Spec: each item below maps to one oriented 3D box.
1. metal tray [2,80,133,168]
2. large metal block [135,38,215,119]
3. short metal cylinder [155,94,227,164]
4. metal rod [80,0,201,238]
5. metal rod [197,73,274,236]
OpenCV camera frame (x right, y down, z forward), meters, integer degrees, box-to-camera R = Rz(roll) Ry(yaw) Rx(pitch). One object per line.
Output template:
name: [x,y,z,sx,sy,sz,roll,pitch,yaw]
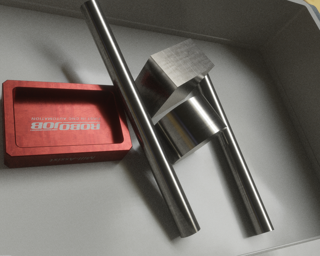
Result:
metal tray: [-0.104,-0.006,0.350,0.131,0.030,0.090,-1,62,-29]
large metal block: [0.014,-0.066,0.420,0.081,0.080,0.050,-34,81,-38]
short metal cylinder: [0.037,0.002,0.391,0.081,0.080,0.050,-27,77,-37]
metal rod: [-0.026,-0.016,0.369,0.025,0.025,0.299,-20,83,-36]
metal rod: [0.092,0.003,0.455,0.025,0.025,0.299,-4,64,-30]
